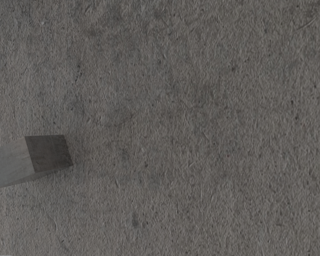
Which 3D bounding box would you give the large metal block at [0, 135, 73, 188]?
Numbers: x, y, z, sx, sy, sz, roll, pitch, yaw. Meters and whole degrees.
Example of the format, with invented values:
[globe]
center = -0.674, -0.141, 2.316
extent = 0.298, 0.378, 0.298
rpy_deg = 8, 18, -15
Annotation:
[large metal block]
center = -0.189, 0.047, 0.446
extent = 0.080, 0.080, 0.050
rpy_deg = -21, 83, 19
